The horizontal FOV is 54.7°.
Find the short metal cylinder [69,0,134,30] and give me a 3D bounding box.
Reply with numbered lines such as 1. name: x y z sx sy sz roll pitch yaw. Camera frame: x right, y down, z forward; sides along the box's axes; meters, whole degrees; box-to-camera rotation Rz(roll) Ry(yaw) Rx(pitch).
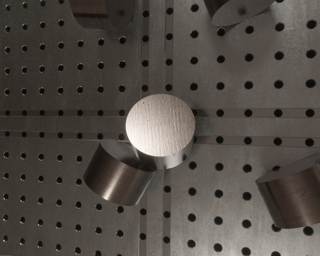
1. short metal cylinder: -0.074 -0.172 0.408 0.050 0.080 0.079 9 93 19

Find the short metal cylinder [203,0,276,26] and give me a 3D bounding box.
1. short metal cylinder: 0.088 -0.159 0.352 0.080 0.080 0.050 -21 83 18

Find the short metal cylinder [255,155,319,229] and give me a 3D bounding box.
1. short metal cylinder: 0.151 0.066 0.330 0.080 0.080 0.050 -25 82 18

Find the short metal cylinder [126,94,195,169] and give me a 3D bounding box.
1. short metal cylinder: 0.002 0.005 0.381 0.080 0.050 0.080 -1 66 3

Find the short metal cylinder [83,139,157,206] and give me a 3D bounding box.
1. short metal cylinder: -0.051 0.056 0.400 0.080 0.080 0.050 31 100 17
